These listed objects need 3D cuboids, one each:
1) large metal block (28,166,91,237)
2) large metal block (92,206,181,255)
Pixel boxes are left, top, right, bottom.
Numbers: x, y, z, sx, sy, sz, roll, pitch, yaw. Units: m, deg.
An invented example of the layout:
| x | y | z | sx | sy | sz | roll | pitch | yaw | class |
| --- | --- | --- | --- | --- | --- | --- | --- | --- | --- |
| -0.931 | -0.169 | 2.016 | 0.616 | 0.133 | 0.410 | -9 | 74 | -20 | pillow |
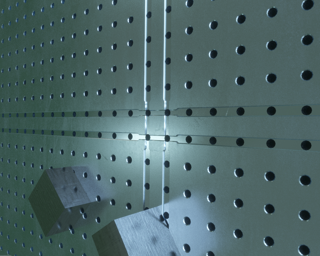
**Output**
| x | y | z | sx | sy | sz | roll | pitch | yaw | class |
| --- | --- | --- | --- | --- | --- | --- | --- | --- | --- |
| -0.175 | 0.125 | 0.534 | 0.080 | 0.050 | 0.080 | 52 | 120 | 27 | large metal block |
| -0.027 | 0.155 | 0.394 | 0.050 | 0.081 | 0.080 | -41 | 65 | 32 | large metal block |
